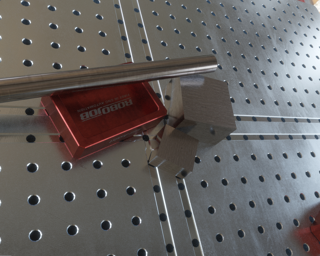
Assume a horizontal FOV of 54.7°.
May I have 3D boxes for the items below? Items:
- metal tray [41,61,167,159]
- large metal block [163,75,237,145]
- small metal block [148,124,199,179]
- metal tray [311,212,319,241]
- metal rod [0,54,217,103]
[{"bbox_3d":[-0.066,-0.028,0.387,0.131,0.030,0.090,-24,75,-37],"label":"metal tray"},{"bbox_3d":[0.054,-0.028,0.440,0.081,0.050,0.080,10,57,-23],"label":"large metal block"},{"bbox_3d":[0.019,0.030,0.401,0.050,0.025,0.050,26,52,-12],"label":"small metal block"},{"bbox_3d":[0.294,0.174,0.460,0.091,0.030,0.130,-31,79,-38],"label":"metal tray"},{"bbox_3d":[-0.060,-0.060,0.364,0.303,0.025,0.025,-13,68,-27],"label":"metal rod"}]
